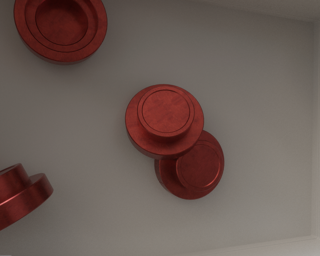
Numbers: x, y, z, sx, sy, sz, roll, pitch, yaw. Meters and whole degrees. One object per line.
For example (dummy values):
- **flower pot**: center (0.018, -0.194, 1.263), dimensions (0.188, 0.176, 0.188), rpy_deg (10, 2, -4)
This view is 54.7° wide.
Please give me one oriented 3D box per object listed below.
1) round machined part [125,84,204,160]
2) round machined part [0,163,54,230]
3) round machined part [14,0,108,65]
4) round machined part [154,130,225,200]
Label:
- **round machined part**: center (0.006, -0.013, 0.383), dimensions (0.099, 0.042, 0.098), rpy_deg (1, 67, -3)
- **round machined part**: center (-0.163, 0.070, 0.312), dimensions (0.099, 0.098, 0.042), rpy_deg (-28, 100, -18)
- **round machined part**: center (-0.114, -0.121, 0.360), dimensions (0.099, 0.042, 0.097), rpy_deg (0, 90, -21)
- **round machined part**: center (0.045, 0.049, 0.420), dimensions (0.099, 0.042, 0.097), rpy_deg (0, 90, -21)
